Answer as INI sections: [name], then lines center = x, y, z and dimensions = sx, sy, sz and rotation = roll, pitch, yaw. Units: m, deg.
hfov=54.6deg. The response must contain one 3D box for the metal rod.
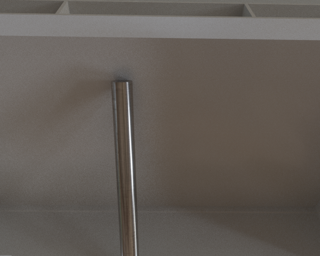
[metal rod]
center = -0.043, 0.089, 0.403
dimensions = 0.025, 0.025, 0.298
rotation = -1, 105, 0
